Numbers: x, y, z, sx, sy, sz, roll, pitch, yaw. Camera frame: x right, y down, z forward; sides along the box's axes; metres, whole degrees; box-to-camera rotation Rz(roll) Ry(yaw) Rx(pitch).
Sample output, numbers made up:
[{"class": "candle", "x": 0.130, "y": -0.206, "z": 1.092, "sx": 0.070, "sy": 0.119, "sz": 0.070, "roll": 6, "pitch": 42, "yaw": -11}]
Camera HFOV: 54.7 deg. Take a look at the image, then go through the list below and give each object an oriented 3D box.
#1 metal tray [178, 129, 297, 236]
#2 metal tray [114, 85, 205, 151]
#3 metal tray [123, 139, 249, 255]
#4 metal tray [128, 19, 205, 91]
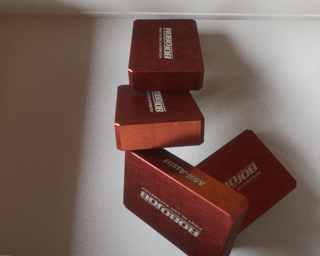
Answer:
[{"class": "metal tray", "x": 0.087, "y": 0.073, "z": 0.381, "sx": 0.131, "sy": 0.030, "sz": 0.090, "roll": -34, "pitch": 74, "yaw": -12}, {"class": "metal tray", "x": -0.005, "y": -0.020, "z": 0.368, "sx": 0.091, "sy": 0.030, "sz": 0.130, "roll": -4, "pitch": 26, "yaw": -4}, {"class": "metal tray", "x": 0.018, "y": 0.079, "z": 0.325, "sx": 0.130, "sy": 0.089, "sz": 0.030, "roll": 29, "pitch": 41, "yaw": 29}, {"class": "metal tray", "x": 0.007, "y": -0.102, "z": 0.417, "sx": 0.091, "sy": 0.030, "sz": 0.130, "roll": 0, "pitch": 46, "yaw": 0}]
